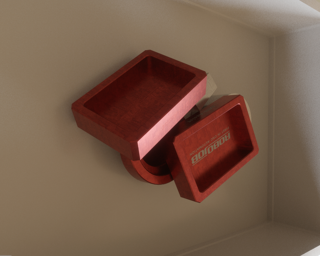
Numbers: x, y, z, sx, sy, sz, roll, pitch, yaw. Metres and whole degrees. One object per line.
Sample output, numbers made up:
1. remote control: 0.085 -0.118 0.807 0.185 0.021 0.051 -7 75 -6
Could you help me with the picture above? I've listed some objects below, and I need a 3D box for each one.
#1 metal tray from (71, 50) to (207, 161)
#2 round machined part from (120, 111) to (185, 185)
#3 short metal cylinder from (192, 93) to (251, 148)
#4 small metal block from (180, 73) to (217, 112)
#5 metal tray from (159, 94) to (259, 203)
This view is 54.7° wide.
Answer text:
1. metal tray: -0.019 -0.033 0.346 0.131 0.090 0.030 -44 149 -32
2. round machined part: -0.010 0.020 0.389 0.099 0.042 0.097 0 90 -40
3. short metal cylinder: 0.093 -0.011 0.468 0.081 0.050 0.079 0 90 -40
4. small metal block: 0.042 -0.048 0.425 0.050 0.050 0.025 -51 121 -29
5. metal tray: 0.068 0.022 0.398 0.131 0.030 0.090 -31 109 -31
